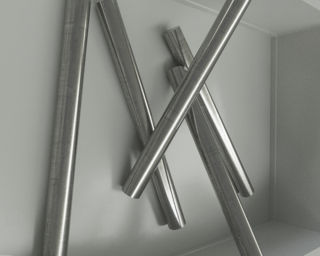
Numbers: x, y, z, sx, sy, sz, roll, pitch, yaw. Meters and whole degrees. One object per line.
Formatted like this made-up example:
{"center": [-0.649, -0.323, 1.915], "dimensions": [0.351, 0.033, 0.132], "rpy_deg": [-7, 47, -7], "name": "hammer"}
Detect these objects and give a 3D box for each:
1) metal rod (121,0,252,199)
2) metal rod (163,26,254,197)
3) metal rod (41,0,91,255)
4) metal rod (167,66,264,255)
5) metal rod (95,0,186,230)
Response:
{"center": [0.036, -0.050, 0.361], "dimensions": [0.025, 0.025, 0.299], "rpy_deg": [24, 99, -38], "name": "metal rod"}
{"center": [0.082, -0.011, 0.474], "dimensions": [0.025, 0.025, 0.299], "rpy_deg": [-43, 116, -31], "name": "metal rod"}
{"center": [-0.098, 0.004, 0.324], "dimensions": [0.025, 0.025, 0.298], "rpy_deg": [7, 85, -40], "name": "metal rod"}
{"center": [0.072, 0.056, 0.387], "dimensions": [0.025, 0.025, 0.299], "rpy_deg": [-8, 70, -40], "name": "metal rod"}
{"center": [-0.019, -0.006, 0.390], "dimensions": [0.025, 0.025, 0.298], "rpy_deg": [-28, 108, -37], "name": "metal rod"}
